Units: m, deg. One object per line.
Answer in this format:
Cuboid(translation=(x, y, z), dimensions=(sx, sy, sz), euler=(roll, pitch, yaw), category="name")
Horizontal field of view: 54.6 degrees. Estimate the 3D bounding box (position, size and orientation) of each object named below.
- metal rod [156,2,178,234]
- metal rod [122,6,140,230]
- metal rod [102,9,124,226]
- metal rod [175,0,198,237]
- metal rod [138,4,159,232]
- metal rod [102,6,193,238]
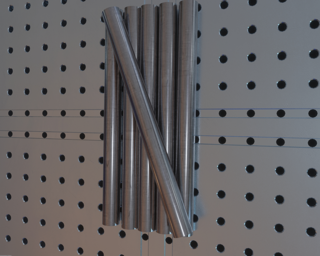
Cuboid(translation=(0.009, -0.012, 0.410), dimensions=(0.025, 0.025, 0.298), euler=(1, 90, 20), category="metal rod")
Cuboid(translation=(-0.038, -0.013, 0.426), dimensions=(0.025, 0.025, 0.298), euler=(1, 90, 20), category="metal rod")
Cuboid(translation=(-0.066, -0.015, 0.435), dimensions=(0.025, 0.025, 0.298), euler=(1, 90, 20), category="metal rod")
Cuboid(translation=(0.034, -0.012, 0.402), dimensions=(0.025, 0.025, 0.298), euler=(1, 90, 20), category="metal rod")
Cuboid(translation=(-0.016, -0.013, 0.417), dimensions=(0.025, 0.025, 0.298), euler=(1, 90, 20), category="metal rod")
Cuboid(translation=(-0.018, -0.012, 0.393), dimensions=(0.025, 0.025, 0.299), euler=(-20, 83, 19), category="metal rod")
